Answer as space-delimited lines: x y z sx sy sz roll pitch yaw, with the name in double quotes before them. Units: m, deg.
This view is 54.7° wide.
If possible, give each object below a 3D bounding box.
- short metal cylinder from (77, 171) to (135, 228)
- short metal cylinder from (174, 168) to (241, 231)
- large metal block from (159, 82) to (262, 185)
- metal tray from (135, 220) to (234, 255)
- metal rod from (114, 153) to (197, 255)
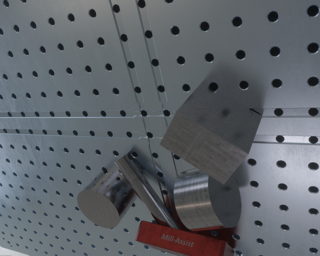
"short metal cylinder" -0.089 0.119 0.516 0.080 0.050 0.079 13 124 21
"short metal cylinder" 0.062 0.089 0.398 0.050 0.080 0.080 -20 108 36
"large metal block" 0.059 0.002 0.346 0.080 0.080 0.050 32 129 7
"metal tray" 0.039 0.178 0.469 0.130 0.030 0.090 6 154 25
"metal rod" 0.027 0.168 0.471 0.025 0.025 0.299 -35 90 38
